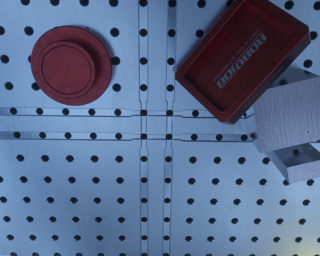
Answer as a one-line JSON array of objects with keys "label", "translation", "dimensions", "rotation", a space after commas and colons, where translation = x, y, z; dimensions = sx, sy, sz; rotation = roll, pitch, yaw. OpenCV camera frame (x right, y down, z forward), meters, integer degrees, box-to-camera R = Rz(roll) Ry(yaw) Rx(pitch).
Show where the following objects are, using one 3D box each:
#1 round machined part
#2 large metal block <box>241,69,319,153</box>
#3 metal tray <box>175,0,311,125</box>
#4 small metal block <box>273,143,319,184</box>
[{"label": "round machined part", "translation": [-0.108, -0.073, 0.376], "dimensions": [0.099, 0.042, 0.097], "rotation": [0, 110, 0]}, {"label": "large metal block", "translation": [0.154, -0.022, 0.393], "dimensions": [0.080, 0.050, 0.080], "rotation": [-14, 110, 5]}, {"label": "metal tray", "translation": [0.090, -0.079, 0.355], "dimensions": [0.130, 0.030, 0.090], "rotation": [-50, 63, 15]}, {"label": "small metal block", "translation": [0.189, 0.047, 0.419], "dimensions": [0.050, 0.050, 0.025], "rotation": [-14, 110, 5]}]
